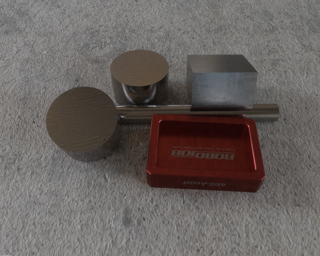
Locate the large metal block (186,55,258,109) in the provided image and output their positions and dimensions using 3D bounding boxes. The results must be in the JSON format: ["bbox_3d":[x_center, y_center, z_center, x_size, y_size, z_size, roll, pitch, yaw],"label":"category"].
[{"bbox_3d":[0.080,-0.066,0.428,0.081,0.050,0.080,0,29,-1],"label":"large metal block"}]

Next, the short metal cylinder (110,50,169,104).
[{"bbox_3d":[-0.028,-0.068,0.446,0.081,0.050,0.080,0,49,0],"label":"short metal cylinder"}]

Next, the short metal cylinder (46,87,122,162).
[{"bbox_3d":[-0.089,-0.003,0.374,0.081,0.050,0.080,0,71,-1],"label":"short metal cylinder"}]

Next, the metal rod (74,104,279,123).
[{"bbox_3d":[0.008,-0.019,0.422,0.302,0.025,0.025,-1,50,-1],"label":"metal rod"}]

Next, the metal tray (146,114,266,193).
[{"bbox_3d":[0.053,0.028,0.377,0.131,0.030,0.090,3,50,2],"label":"metal tray"}]
